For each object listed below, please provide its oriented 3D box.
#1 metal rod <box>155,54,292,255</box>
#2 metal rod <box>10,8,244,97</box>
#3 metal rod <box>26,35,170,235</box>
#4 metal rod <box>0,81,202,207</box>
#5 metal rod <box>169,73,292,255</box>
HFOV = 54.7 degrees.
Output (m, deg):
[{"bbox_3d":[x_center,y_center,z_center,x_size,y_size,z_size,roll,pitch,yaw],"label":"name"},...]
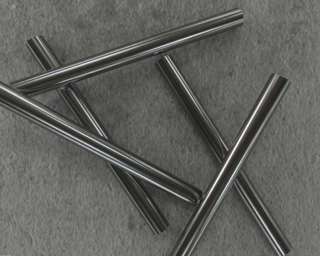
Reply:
[{"bbox_3d":[0.084,0.036,0.411,0.025,0.025,0.299,-32,90,0],"label":"metal rod"},{"bbox_3d":[-0.036,-0.095,0.394,0.302,0.025,0.025,-20,90,-7],"label":"metal rod"},{"bbox_3d":[-0.081,0.010,0.408,0.025,0.025,0.299,-34,90,0],"label":"metal rod"},{"bbox_3d":[-0.078,0.020,0.378,0.301,0.025,0.025,30,90,-13],"label":"metal rod"},{"bbox_3d":[0.076,0.072,0.389,0.025,0.025,0.298,27,98,-1],"label":"metal rod"}]
